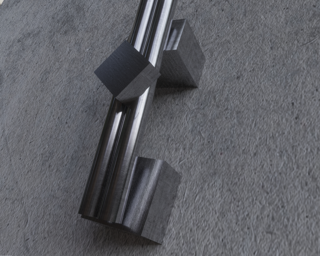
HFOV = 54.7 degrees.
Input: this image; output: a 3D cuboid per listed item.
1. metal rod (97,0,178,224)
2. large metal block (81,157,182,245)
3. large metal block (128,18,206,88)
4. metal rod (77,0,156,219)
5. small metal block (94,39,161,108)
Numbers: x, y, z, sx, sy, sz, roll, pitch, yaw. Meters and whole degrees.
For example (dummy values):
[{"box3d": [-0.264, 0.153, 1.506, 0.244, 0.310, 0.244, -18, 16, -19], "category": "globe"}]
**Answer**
[{"box3d": [-0.017, -0.047, 0.350, 0.025, 0.025, 0.299, 3, 70, 29], "category": "metal rod"}, {"box3d": [-0.031, 0.078, 0.356, 0.080, 0.050, 0.080, 5, 64, 30], "category": "large metal block"}, {"box3d": [0.008, -0.098, 0.426, 0.080, 0.080, 0.050, 3, 64, 30], "category": "large metal block"}, {"box3d": [-0.040, -0.049, 0.362, 0.025, 0.025, 0.299, 3, 70, 29], "category": "metal rod"}, {"box3d": [-0.036, -0.059, 0.335, 0.050, 0.025, 0.050, -45, 56, 4], "category": "small metal block"}]
